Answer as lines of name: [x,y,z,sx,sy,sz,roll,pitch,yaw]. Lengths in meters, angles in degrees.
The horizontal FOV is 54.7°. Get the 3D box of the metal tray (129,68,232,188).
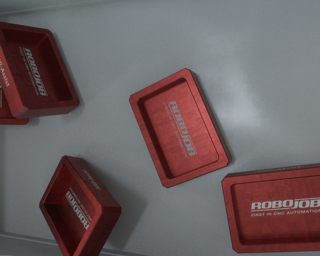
metal tray: [0.025,0.001,0.398,0.090,0.030,0.129,-24,82,18]

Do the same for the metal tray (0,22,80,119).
metal tray: [-0.177,-0.081,0.435,0.030,0.091,0.129,-29,80,34]

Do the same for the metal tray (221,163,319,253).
metal tray: [0.144,0.092,0.356,0.130,0.030,0.089,-10,87,19]

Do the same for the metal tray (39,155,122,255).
metal tray: [-0.112,0.107,0.416,0.130,0.030,0.090,37,102,44]

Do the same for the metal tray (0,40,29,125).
metal tray: [-0.246,-0.070,0.463,0.030,0.091,0.129,1,90,60]
